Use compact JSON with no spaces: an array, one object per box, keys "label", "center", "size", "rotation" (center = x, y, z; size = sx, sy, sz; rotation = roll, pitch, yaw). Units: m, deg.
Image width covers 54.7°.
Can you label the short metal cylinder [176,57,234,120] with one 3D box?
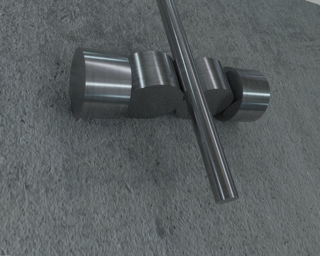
[{"label":"short metal cylinder","center":[0.056,-0.053,0.431],"size":[0.081,0.080,0.050],"rotation":[1,62,-28]}]

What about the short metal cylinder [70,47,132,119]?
[{"label":"short metal cylinder","center":[-0.072,-0.051,0.362],"size":[0.050,0.080,0.080],"rotation":[1,62,-28]}]

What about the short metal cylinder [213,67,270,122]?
[{"label":"short metal cylinder","center":[0.115,-0.049,0.461],"size":[0.050,0.080,0.080],"rotation":[1,62,-28]}]

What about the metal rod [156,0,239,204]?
[{"label":"metal rod","center":[0.038,-0.057,0.381],"size":[0.025,0.025,0.299],"rotation":[1,61,-28]}]

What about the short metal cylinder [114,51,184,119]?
[{"label":"short metal cylinder","center":[-0.015,-0.052,0.394],"size":[0.081,0.080,0.050],"rotation":[1,62,-28]}]
